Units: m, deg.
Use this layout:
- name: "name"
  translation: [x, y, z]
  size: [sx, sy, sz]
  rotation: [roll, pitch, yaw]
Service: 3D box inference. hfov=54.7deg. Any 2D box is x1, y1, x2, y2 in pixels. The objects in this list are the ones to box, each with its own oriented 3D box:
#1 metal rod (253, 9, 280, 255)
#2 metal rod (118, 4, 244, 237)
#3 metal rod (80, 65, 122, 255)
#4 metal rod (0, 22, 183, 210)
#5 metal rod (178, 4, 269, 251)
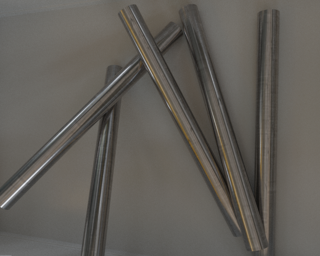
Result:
- name: "metal rod"
  translation: [0.125, 0.014, 0.366]
  size: [0.025, 0.025, 0.298]
  rotation: [1, 90, 20]
- name: "metal rod"
  translation: [0.030, -0.008, 0.372]
  size: [0.025, 0.025, 0.299]
  rotation: [-27, 91, 18]
- name: "metal rod"
  translation: [-0.068, 0.054, 0.370]
  size: [0.025, 0.025, 0.299]
  rotation: [-7, 63, 20]
- name: "metal rod"
  translation: [-0.081, -0.022, 0.381]
  size: [0.025, 0.025, 0.300]
  rotation: [41, 80, 15]
- name: "metal rod"
  translation: [0.072, -0.009, 0.371]
  size: [0.025, 0.025, 0.299]
  rotation: [-18, 79, 19]
